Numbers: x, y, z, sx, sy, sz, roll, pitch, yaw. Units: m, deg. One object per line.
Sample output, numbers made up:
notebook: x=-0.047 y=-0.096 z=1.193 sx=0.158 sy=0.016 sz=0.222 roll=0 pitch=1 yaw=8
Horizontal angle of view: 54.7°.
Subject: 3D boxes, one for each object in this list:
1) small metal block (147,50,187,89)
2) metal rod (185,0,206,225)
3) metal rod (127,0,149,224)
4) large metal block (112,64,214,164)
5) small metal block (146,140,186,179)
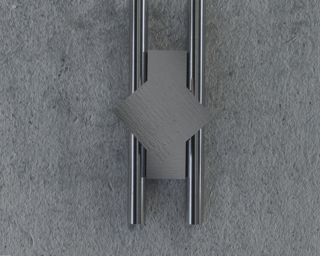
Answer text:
small metal block: x=0.009 y=-0.075 z=0.410 sx=0.050 sy=0.025 sz=0.050 roll=1 pitch=90 yaw=-1
metal rod: x=0.047 y=-0.024 z=0.412 sx=0.025 sy=0.025 sz=0.298 roll=1 pitch=90 yaw=-1
metal rod: x=-0.029 y=-0.025 z=0.411 sx=0.025 sy=0.025 sz=0.298 roll=1 pitch=90 yaw=-1
large metal block: x=0.003 y=-0.015 z=0.372 sx=0.080 sy=0.050 sz=0.080 roll=-41 pitch=91 yaw=0
small metal block: x=0.008 y=0.041 z=0.410 sx=0.050 sy=0.025 sz=0.050 roll=1 pitch=90 yaw=-1
